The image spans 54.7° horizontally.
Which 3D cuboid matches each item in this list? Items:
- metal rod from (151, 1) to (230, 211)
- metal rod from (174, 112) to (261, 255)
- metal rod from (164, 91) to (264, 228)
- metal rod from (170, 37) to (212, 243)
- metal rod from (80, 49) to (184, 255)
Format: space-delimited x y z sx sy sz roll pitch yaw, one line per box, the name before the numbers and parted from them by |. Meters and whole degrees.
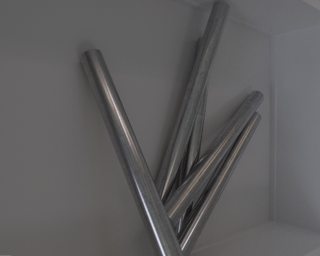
metal rod | 0.042 -0.033 0.424 0.025 0.025 0.299 24 80 -38
metal rod | 0.089 0.074 0.458 0.301 0.025 0.025 -51 120 -36
metal rod | 0.090 0.026 0.456 0.302 0.025 0.025 -45 117 -39
metal rod | 0.048 0.015 0.446 0.025 0.025 0.298 14 81 -39
metal rod | -0.020 0.053 0.311 0.025 0.025 0.299 -12 73 -39
